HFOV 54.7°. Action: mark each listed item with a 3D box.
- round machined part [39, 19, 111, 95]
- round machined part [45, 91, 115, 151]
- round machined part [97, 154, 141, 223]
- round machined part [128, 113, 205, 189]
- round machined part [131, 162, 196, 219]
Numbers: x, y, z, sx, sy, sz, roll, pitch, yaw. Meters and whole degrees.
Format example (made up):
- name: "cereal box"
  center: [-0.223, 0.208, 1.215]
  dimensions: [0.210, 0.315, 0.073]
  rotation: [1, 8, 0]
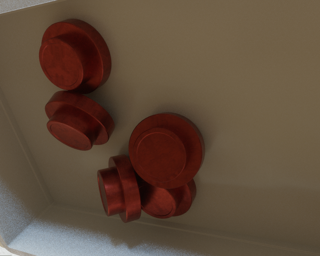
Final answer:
- name: "round machined part"
  center: [-0.117, -0.088, 0.405]
  dimensions: [0.098, 0.042, 0.097]
  rotation: [13, 124, 21]
- name: "round machined part"
  center: [-0.117, -0.004, 0.435]
  dimensions: [0.098, 0.042, 0.098]
  rotation: [17, 148, 11]
- name: "round machined part"
  center: [-0.063, 0.090, 0.452]
  dimensions: [0.098, 0.042, 0.097]
  rotation: [170, 90, -70]
- name: "round machined part"
  center: [0.005, 0.030, 0.392]
  dimensions: [0.098, 0.042, 0.097]
  rotation: [3, 98, 18]
- name: "round machined part"
  center: [0.000, 0.094, 0.456]
  dimensions: [0.098, 0.042, 0.097]
  rotation: [13, 124, 21]
